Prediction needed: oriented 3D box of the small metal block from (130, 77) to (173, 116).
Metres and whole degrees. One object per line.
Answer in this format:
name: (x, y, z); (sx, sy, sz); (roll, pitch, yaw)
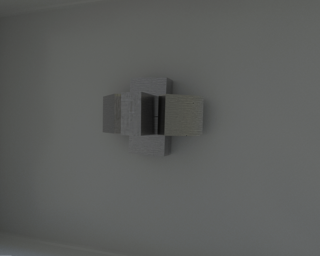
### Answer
small metal block: (-0.012, -0.040, 0.412); (0.050, 0.025, 0.050); (3, 91, 19)

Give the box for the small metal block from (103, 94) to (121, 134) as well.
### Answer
small metal block: (-0.057, -0.018, 0.414); (0.050, 0.025, 0.050); (2, 91, 63)

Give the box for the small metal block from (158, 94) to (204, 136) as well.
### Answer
small metal block: (0.025, -0.016, 0.387); (0.050, 0.025, 0.050); (1, 91, -20)

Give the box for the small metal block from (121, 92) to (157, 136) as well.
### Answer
small metal block: (-0.025, -0.016, 0.377); (0.025, 0.050, 0.050); (1, 90, 19)

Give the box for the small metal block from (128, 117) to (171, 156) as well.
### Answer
small metal block: (-0.013, 0.010, 0.413); (0.050, 0.025, 0.050); (3, 91, 20)
